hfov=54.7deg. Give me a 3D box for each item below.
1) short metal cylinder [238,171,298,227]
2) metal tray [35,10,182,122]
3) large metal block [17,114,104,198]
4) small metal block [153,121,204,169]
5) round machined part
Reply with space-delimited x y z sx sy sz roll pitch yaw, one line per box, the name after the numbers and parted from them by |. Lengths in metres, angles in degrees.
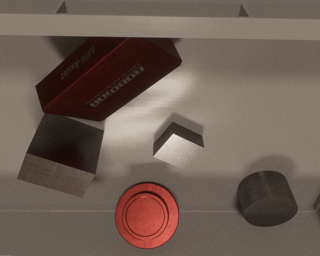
0.169 0.113 0.492 0.081 0.050 0.079 0 130 0 | short metal cylinder
-0.053 -0.056 0.326 0.130 0.030 0.090 -32 159 25 | metal tray
-0.124 0.032 0.399 0.080 0.080 0.050 22 127 -18 | large metal block
0.025 0.025 0.431 0.050 0.025 0.050 25 126 -21 | small metal block
-0.020 0.133 0.472 0.099 0.098 0.042 -4 168 3 | round machined part
